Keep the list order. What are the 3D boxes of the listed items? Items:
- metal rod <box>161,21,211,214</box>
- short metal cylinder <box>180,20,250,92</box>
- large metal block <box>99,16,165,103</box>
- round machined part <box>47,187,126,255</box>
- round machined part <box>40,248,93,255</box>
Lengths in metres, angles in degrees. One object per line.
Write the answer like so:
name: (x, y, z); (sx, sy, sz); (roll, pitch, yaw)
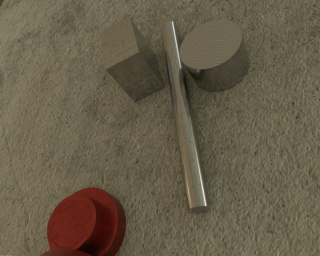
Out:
metal rod: (0.028, -0.037, 0.411); (0.025, 0.025, 0.299); (-18, 54, 17)
short metal cylinder: (0.073, -0.094, 0.408); (0.080, 0.050, 0.080); (-13, 56, 21)
large metal block: (-0.040, -0.098, 0.450); (0.050, 0.080, 0.080); (-25, 53, 13)
round machined part: (-0.094, 0.118, 0.370); (0.098, 0.042, 0.098); (-13, 56, 21)
round machined part: (-0.091, 0.168, 0.317); (0.098, 0.042, 0.097); (2, 100, 13)
